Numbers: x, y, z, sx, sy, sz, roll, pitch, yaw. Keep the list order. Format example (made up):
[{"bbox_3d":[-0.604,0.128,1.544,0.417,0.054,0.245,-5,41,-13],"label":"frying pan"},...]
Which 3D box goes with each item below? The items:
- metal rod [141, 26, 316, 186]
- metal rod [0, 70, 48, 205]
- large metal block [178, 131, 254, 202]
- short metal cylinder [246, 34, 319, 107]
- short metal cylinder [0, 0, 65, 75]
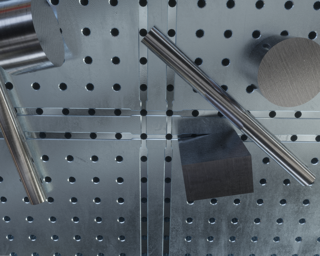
[{"bbox_3d":[0.098,-0.020,0.406,0.301,0.025,0.025,39,105,-14],"label":"metal rod"},{"bbox_3d":[-0.205,-0.033,0.399,0.025,0.025,0.298,-11,110,4],"label":"metal rod"},{"bbox_3d":[0.069,0.046,0.402,0.080,0.080,0.050,-8,110,3],"label":"large metal block"},{"bbox_3d":[0.151,-0.070,0.375,0.081,0.050,0.079,0,110,0],"label":"short metal cylinder"},{"bbox_3d":[-0.147,-0.103,0.345,0.050,0.080,0.079,-11,110,4],"label":"short metal cylinder"}]
